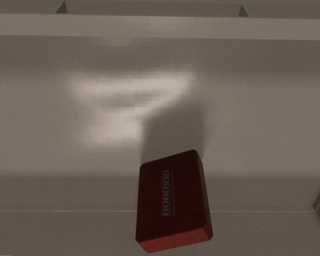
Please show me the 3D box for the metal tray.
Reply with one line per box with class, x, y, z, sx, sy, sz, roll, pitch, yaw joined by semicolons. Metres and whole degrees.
metal tray;0.017;0.095;0.421;0.090;0.130;0.030;-17;128;14
